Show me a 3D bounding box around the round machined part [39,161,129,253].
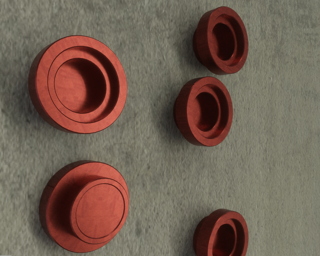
[{"bbox_3d":[-0.073,0.085,0.334,0.099,0.042,0.097,0,90,-40],"label":"round machined part"}]

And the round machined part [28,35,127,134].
[{"bbox_3d":[-0.087,-0.043,0.322,0.099,0.042,0.097,0,90,-40],"label":"round machined part"}]

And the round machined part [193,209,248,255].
[{"bbox_3d":[0.089,0.172,0.471,0.099,0.042,0.097,0,90,-40],"label":"round machined part"}]

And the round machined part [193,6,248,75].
[{"bbox_3d":[0.088,-0.129,0.470,0.099,0.042,0.097,0,90,-40],"label":"round machined part"}]

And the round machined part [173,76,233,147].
[{"bbox_3d":[0.058,-0.023,0.444,0.099,0.042,0.097,0,90,-40],"label":"round machined part"}]
